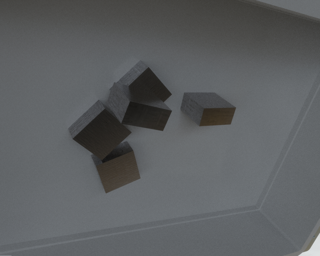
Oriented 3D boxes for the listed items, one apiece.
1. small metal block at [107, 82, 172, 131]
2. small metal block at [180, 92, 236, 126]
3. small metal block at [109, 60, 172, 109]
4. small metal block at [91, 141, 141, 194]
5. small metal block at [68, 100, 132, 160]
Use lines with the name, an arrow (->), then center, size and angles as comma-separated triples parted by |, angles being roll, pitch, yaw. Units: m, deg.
small metal block -> -0.023, -0.023, 0.334 | 0.050, 0.050, 0.025 | 10, 113, -33
small metal block -> 0.063, -0.026, 0.413 | 0.050, 0.050, 0.025 | -3, 120, -27
small metal block -> -0.022, -0.043, 0.371 | 0.050, 0.025, 0.050 | -43, 130, 1
small metal block -> -0.058, 0.052, 0.410 | 0.050, 0.025, 0.050 | -22, 127, -16
small metal block -> -0.072, 0.003, 0.372 | 0.050, 0.025, 0.050 | -43, 130, 1
